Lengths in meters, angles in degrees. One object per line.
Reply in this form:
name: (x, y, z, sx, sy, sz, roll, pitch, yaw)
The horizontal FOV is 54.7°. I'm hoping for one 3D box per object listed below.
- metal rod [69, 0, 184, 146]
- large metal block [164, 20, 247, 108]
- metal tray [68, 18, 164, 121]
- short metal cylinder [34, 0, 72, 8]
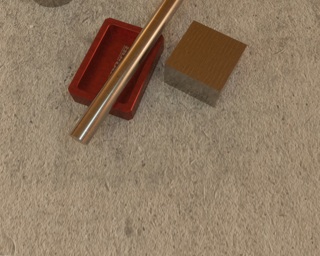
metal rod: (-0.025, -0.109, 0.415, 0.025, 0.025, 0.300, 28, 72, 9)
large metal block: (0.061, -0.088, 0.428, 0.080, 0.050, 0.080, 28, 72, 9)
metal tray: (-0.058, -0.085, 0.435, 0.090, 0.030, 0.130, 20, 71, 6)
short metal cylinder: (-0.171, -0.236, 0.479, 0.081, 0.050, 0.080, 0, 70, 0)
